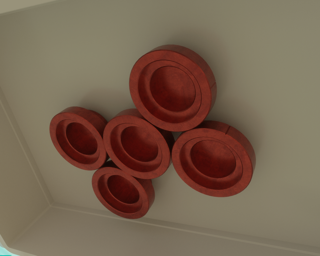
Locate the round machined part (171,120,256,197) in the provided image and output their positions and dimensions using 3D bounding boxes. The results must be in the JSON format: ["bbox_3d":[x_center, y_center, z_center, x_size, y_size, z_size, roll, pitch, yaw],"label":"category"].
[{"bbox_3d":[0.067,0.033,0.379,0.098,0.042,0.097,13,124,21],"label":"round machined part"}]

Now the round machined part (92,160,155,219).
[{"bbox_3d":[-0.052,0.088,0.476,0.098,0.042,0.097,13,124,21],"label":"round machined part"}]

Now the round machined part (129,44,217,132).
[{"bbox_3d":[0.018,-0.048,0.356,0.098,0.042,0.097,13,124,21],"label":"round machined part"}]

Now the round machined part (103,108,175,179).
[{"bbox_3d":[-0.023,0.017,0.416,0.098,0.042,0.097,13,124,21],"label":"round machined part"}]

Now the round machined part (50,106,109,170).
[{"bbox_3d":[-0.111,0.011,0.460,0.098,0.042,0.097,13,124,21],"label":"round machined part"}]
